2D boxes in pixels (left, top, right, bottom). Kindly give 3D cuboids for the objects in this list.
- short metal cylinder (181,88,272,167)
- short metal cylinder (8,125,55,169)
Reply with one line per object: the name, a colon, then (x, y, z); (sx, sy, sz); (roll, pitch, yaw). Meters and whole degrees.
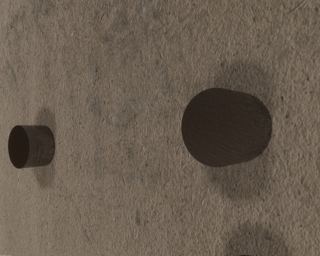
short metal cylinder: (0.070, -0.001, 0.329); (0.080, 0.050, 0.079); (0, 90, 39)
short metal cylinder: (-0.243, 0.035, 0.586); (0.080, 0.050, 0.079); (0, 90, 39)
